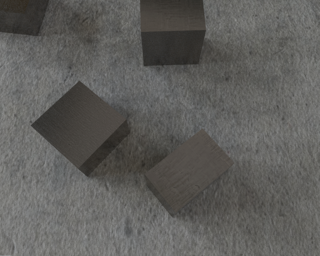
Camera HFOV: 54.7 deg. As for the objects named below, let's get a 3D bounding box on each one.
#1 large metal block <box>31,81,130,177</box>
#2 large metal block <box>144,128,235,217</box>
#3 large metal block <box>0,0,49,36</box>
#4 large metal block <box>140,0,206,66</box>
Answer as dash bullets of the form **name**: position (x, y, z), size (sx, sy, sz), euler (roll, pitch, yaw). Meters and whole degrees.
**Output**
- **large metal block**: position (-0.097, 0.002, 0.393), size (0.080, 0.050, 0.080), euler (39, 74, 12)
- **large metal block**: position (0.031, 0.055, 0.359), size (0.080, 0.080, 0.050), euler (-37, 75, -13)
- **large metal block**: position (-0.220, -0.190, 0.461), size (0.080, 0.050, 0.080), euler (7, 70, 2)
- **large metal block**: position (0.016, -0.129, 0.426), size (0.081, 0.080, 0.050), euler (-2, 70, -1)
